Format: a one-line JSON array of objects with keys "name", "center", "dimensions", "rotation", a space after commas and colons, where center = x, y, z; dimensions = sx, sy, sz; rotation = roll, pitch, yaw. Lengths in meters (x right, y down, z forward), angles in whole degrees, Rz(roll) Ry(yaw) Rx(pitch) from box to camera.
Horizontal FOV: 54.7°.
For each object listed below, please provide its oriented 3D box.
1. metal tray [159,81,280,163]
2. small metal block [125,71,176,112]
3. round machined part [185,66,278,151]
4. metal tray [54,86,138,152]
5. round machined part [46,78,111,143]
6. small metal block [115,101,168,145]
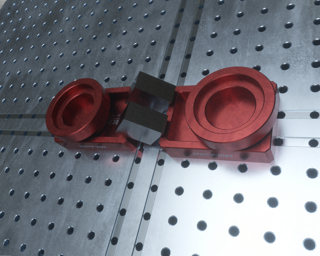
[{"name": "metal tray", "center": [0.071, -0.009, 0.374], "dimensions": [0.130, 0.030, 0.090], "rotation": [1, 62, 28]}, {"name": "small metal block", "center": [-0.013, -0.044, 0.408], "dimensions": [0.050, 0.050, 0.025], "rotation": [136, 151, -62]}, {"name": "round machined part", "center": [0.081, -0.018, 0.350], "dimensions": [0.098, 0.042, 0.098], "rotation": [-13, 56, 21]}, {"name": "metal tray", "center": [-0.087, -0.013, 0.461], "dimensions": [0.130, 0.030, 0.090], "rotation": [0, 63, 28]}, {"name": "round machined part", "center": [-0.114, -0.022, 0.455], "dimensions": [0.098, 0.042, 0.098], "rotation": [-13, 56, 21]}, {"name": "small metal block", "center": [-0.024, -0.005, 0.389], "dimensions": [0.050, 0.050, 0.025], "rotation": [136, 151, -62]}]
